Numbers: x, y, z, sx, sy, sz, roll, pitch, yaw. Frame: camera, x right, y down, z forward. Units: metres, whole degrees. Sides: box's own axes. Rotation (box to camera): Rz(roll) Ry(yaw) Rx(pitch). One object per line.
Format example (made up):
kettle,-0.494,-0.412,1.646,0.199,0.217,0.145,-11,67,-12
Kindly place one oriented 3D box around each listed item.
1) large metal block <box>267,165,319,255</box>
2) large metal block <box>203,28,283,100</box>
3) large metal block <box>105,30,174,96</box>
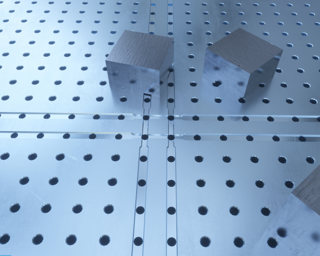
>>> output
large metal block,0.162,0.077,0.308,0.080,0.080,0.050,-33,57,-24
large metal block,0.125,-0.101,0.477,0.080,0.050,0.080,-35,59,-26
large metal block,-0.028,-0.101,0.477,0.080,0.050,0.080,13,51,10
